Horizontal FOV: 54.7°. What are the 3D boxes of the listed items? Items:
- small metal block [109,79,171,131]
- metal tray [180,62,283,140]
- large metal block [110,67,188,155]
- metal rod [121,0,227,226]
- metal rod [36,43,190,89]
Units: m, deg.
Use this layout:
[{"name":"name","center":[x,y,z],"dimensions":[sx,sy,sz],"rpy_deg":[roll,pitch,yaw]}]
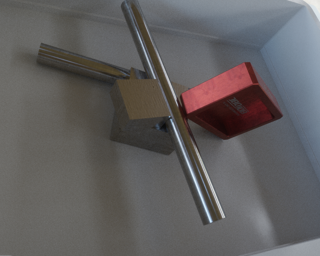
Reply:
[{"name":"small metal block","center":[-0.022,-0.027,0.345],"dimensions":[0.050,0.025,0.050],"rpy_deg":[-7,65,-32]},{"name":"metal tray","center":[0.096,-0.027,0.398],"dimensions":[0.130,0.090,0.030],"rpy_deg":[25,46,-54]},{"name":"large metal block","center":[-0.012,-0.020,0.395],"dimensions":[0.081,0.050,0.080],"rpy_deg":[17,55,-19]},{"name":"metal rod","center":[0.007,-0.036,0.367],"dimensions":[0.025,0.025,0.299],"rpy_deg":[-7,65,-32]},{"name":"metal rod","center":[-0.012,-0.060,0.436],"dimensions":[0.302,0.025,0.025],"rpy_deg":[14,56,-21]}]
